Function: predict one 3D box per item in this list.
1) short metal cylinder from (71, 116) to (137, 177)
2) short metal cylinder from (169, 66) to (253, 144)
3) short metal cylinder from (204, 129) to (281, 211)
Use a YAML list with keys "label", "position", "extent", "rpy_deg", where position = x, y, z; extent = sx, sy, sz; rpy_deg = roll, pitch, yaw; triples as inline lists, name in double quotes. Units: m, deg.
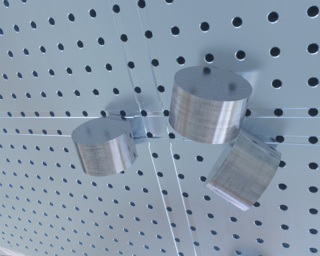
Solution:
- label: "short metal cylinder"
  position: [-0.076, 0.023, 0.430]
  extent: [0.080, 0.080, 0.050]
  rpy_deg: [5, 121, 26]
- label: "short metal cylinder"
  position: [0.052, -0.027, 0.332]
  extent: [0.080, 0.080, 0.050]
  rpy_deg: [19, 126, 17]
- label: "short metal cylinder"
  position: [0.093, 0.047, 0.356]
  extent: [0.050, 0.080, 0.079]
  rpy_deg: [32, 129, 7]
